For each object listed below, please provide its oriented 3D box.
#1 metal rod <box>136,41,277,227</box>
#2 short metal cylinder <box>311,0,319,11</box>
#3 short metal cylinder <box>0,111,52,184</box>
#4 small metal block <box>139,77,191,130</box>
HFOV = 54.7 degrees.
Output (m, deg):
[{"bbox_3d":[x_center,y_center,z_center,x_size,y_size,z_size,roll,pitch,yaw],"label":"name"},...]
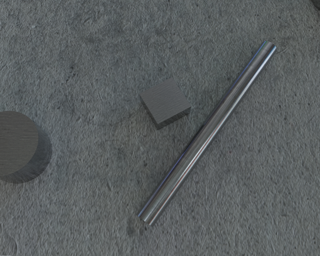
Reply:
[{"bbox_3d":[0.070,-0.003,0.409,0.025,0.025,0.300,35,73,11],"label":"metal rod"},{"bbox_3d":[0.283,-0.219,0.477,0.081,0.050,0.080,0,70,0],"label":"short metal cylinder"},{"bbox_3d":[-0.182,0.025,0.384,0.081,0.050,0.080,0,70,0],"label":"short metal cylinder"},{"bbox_3d":[0.007,-0.033,0.420,0.050,0.025,0.050,-28,73,-10],"label":"small metal block"}]
